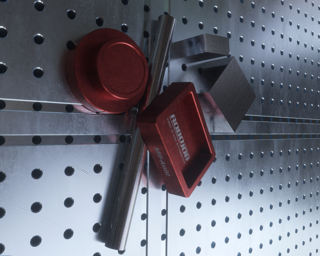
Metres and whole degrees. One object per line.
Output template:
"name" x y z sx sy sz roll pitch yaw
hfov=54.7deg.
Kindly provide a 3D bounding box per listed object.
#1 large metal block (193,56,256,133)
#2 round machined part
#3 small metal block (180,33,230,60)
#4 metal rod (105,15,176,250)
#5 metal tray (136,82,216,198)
"large metal block" 0.093 -0.049 0.473 0.080 0.050 0.080 52 60 -28
"round machined part" -0.052 -0.065 0.356 0.099 0.042 0.097 0 90 -40
"small metal block" 0.065 -0.116 0.449 0.050 0.050 0.025 -5 94 -40
"metal rod" -0.022 -0.003 0.392 0.025 0.025 0.299 21 77 -39
"metal tray" 0.027 0.016 0.410 0.090 0.030 0.129 -48 128 -37
